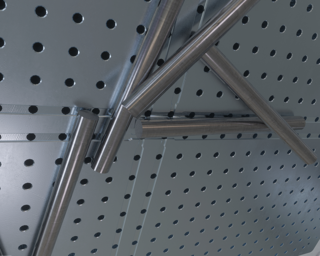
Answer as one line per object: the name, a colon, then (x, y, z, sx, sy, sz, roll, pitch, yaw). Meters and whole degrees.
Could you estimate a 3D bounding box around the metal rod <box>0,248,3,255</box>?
metal rod: (-0.214, 0.104, 0.357, 0.025, 0.025, 0.298, -13, 124, -21)

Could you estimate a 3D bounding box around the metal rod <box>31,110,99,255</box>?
metal rod: (-0.137, 0.114, 0.405, 0.025, 0.025, 0.298, 10, 113, -33)

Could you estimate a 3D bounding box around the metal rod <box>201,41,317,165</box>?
metal rod: (0.153, -0.024, 0.454, 0.301, 0.025, 0.025, 36, 98, -31)

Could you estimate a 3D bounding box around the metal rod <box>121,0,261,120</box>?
metal rod: (0.073, -0.123, 0.356, 0.300, 0.025, 0.025, -44, 130, -5)

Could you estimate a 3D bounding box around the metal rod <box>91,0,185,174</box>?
metal rod: (-0.016, -0.077, 0.354, 0.025, 0.025, 0.298, 13, 112, -34)

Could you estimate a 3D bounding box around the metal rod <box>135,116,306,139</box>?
metal rod: (0.107, -0.004, 0.465, 0.302, 0.025, 0.025, -2, 119, -28)
